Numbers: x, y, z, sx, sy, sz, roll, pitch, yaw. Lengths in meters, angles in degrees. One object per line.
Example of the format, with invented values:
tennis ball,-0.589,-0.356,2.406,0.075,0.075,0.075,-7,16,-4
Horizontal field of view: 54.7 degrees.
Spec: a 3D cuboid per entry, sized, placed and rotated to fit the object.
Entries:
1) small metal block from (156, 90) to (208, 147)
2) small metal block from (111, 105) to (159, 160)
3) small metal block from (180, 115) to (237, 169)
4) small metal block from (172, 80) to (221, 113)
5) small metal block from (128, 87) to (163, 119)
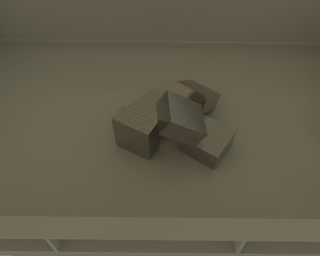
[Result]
small metal block,0.025,-0.011,0.365,0.050,0.025,0.050,20,44,-27
small metal block,-0.029,0.006,0.380,0.050,0.050,0.025,23,54,18
small metal block,0.060,0.016,0.390,0.050,0.025,0.050,28,55,21
small metal block,0.049,-0.044,0.426,0.050,0.025,0.050,30,23,22
small metal block,-0.007,-0.022,0.420,0.050,0.025,0.050,36,58,26
